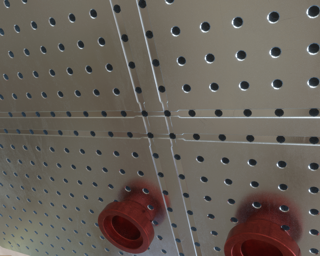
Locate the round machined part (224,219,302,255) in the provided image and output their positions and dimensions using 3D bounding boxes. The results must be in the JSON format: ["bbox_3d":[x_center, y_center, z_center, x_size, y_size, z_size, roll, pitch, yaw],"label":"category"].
[{"bbox_3d":[0.142,0.166,0.428,0.098,0.042,0.097,13,124,21],"label":"round machined part"}]

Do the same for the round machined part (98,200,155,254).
[{"bbox_3d":[-0.053,0.163,0.530,0.098,0.042,0.097,13,124,21],"label":"round machined part"}]
